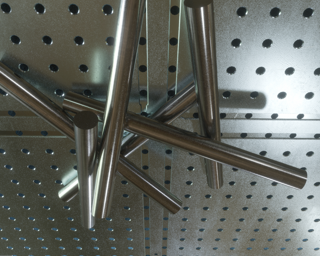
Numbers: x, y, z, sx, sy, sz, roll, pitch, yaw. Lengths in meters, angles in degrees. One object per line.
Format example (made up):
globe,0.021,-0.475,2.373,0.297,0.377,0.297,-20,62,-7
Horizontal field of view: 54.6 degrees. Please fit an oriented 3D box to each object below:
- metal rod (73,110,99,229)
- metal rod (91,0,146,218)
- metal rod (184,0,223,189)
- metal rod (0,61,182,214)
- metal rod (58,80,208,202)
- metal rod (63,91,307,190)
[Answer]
metal rod,-0.102,0.080,0.436,0.025,0.025,0.298,8,143,-7
metal rod,-0.049,-0.020,0.348,0.025,0.025,0.298,9,116,-8
metal rod,0.060,-0.012,0.374,0.025,0.025,0.299,-8,138,7
metal rod,-0.084,0.024,0.404,0.301,0.025,0.025,40,120,-20
metal rod,-0.048,0.027,0.433,0.025,0.025,0.299,37,121,-27
metal rod,0.028,0.014,0.378,0.301,0.025,0.025,19,129,2
